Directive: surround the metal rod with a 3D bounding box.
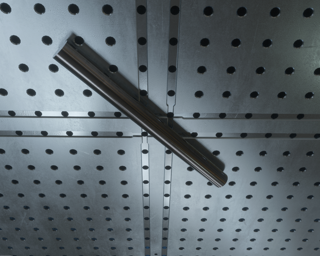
[{"bbox_3d":[-0.007,-0.002,0.410,0.025,0.025,0.301,-35,122,26],"label":"metal rod"}]
